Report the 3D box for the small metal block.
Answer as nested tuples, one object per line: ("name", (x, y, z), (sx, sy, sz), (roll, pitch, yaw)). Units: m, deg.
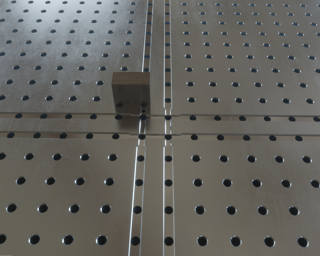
("small metal block", (-0.039, -0.051, 0.434), (0.050, 0.050, 0.025), (0, 50, -1))
